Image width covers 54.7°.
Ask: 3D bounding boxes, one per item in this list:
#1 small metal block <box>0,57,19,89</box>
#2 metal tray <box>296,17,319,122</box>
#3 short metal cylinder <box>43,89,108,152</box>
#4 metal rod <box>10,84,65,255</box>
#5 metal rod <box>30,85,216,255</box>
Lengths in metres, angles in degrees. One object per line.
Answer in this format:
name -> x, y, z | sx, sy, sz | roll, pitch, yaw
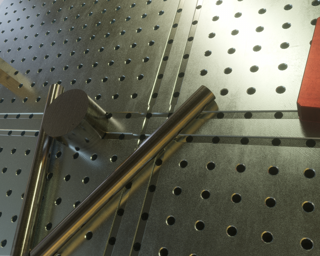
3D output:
small metal block -> -0.319, -0.114, 0.626 | 0.025, 0.050, 0.050 | -37, 51, 4
metal tray -> 0.210, -0.066, 0.336 | 0.090, 0.030, 0.130 | 9, 66, 31
short metal cylinder -> -0.125, -0.011, 0.463 | 0.080, 0.050, 0.080 | -13, 56, 21
metal rod -> -0.180, 0.058, 0.464 | 0.025, 0.025, 0.299 | -13, 56, 20
metal rod -> -0.044, 0.057, 0.394 | 0.300, 0.025, 0.025 | -44, 51, -3
